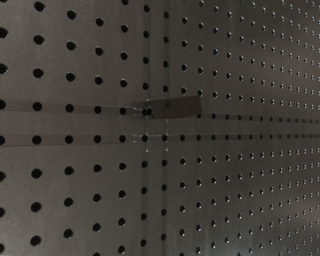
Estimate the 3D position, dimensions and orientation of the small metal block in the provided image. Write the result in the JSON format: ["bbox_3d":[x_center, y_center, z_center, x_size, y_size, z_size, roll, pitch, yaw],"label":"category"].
[{"bbox_3d":[0.019,-0.027,0.411,0.050,0.050,0.025,-12,98,-40],"label":"small metal block"}]
